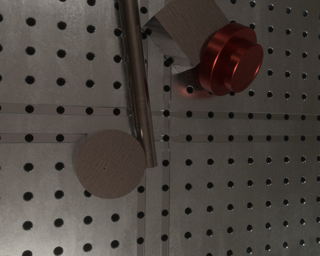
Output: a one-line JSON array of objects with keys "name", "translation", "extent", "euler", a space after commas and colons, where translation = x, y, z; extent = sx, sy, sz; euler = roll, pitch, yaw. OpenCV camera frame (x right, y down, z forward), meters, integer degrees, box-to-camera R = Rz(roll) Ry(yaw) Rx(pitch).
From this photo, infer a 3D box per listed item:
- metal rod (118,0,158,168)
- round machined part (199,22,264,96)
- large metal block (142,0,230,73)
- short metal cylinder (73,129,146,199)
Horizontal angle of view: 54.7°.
[{"name": "metal rod", "translation": [-0.033, -0.097, 0.400], "extent": [0.025, 0.025, 0.298], "euler": [-8, 93, -20]}, {"name": "round machined part", "translation": [0.101, -0.086, 0.414], "extent": [0.099, 0.042, 0.097], "euler": [-32, 141, -30]}, {"name": "large metal block", "translation": [0.038, -0.133, 0.414], "extent": [0.080, 0.050, 0.080], "euler": [-45, 104, -15]}, {"name": "short metal cylinder", "translation": [-0.063, 0.041, 0.377], "extent": [0.081, 0.050, 0.079], "euler": [0, 90, -21]}]
